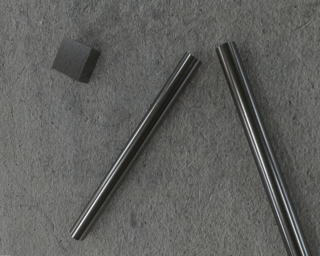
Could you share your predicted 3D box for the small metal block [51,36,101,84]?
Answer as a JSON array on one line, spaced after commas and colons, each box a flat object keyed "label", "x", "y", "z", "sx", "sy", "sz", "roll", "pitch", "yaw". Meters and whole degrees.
[{"label": "small metal block", "x": -0.122, "y": -0.099, "z": 0.451, "sx": 0.050, "sy": 0.025, "sz": 0.050, "roll": 28, "pitch": 99, "yaw": 17}]

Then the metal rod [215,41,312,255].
[{"label": "metal rod", "x": 0.126, "y": 0.041, "z": 0.364, "sx": 0.025, "sy": 0.025, "sz": 0.299, "roll": -20, "pitch": 84, "yaw": 18}]

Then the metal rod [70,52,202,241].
[{"label": "metal rod", "x": -0.038, "y": 0.032, "z": 0.421, "sx": 0.025, "sy": 0.025, "sz": 0.299, "roll": 37, "pitch": 101, "yaw": 16}]
